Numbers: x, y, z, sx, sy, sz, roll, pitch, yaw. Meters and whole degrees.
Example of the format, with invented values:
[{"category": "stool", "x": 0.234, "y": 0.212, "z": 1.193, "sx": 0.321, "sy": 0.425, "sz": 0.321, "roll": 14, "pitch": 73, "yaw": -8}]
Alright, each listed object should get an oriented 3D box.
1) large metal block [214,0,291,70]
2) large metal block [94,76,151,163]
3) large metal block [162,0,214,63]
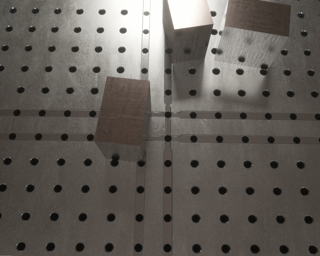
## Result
[{"category": "large metal block", "x": 0.125, "y": -0.130, "z": 0.432, "sx": 0.080, "sy": 0.080, "sz": 0.050, "roll": 11, "pitch": 71, "yaw": 3}, {"category": "large metal block", "x": -0.042, "y": -0.007, "z": 0.385, "sx": 0.050, "sy": 0.080, "sz": 0.080, "roll": 7, "pitch": 70, "yaw": 2}, {"category": "large metal block", "x": 0.036, "y": -0.150, "z": 0.438, "sx": 0.050, "sy": 0.080, "sz": 0.080, "roll": -9, "pitch": 71, "yaw": -4}]
